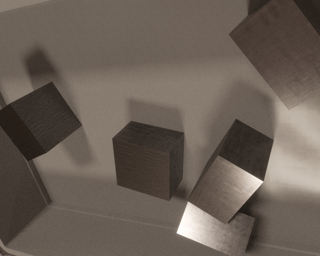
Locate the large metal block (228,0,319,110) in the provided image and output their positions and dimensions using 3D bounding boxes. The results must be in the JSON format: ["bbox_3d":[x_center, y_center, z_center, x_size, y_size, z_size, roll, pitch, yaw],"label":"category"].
[{"bbox_3d":[0.113,-0.075,0.267,0.080,0.080,0.050,49,128,-7],"label":"large metal block"}]

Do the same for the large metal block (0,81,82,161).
[{"bbox_3d":[-0.177,-0.011,0.457,0.050,0.080,0.080,-21,107,36],"label":"large metal block"}]

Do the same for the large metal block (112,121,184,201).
[{"bbox_3d":[-0.014,0.044,0.426,0.080,0.050,0.079,13,124,21],"label":"large metal block"}]

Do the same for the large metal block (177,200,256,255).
[{"bbox_3d":[0.075,0.127,0.405,0.080,0.050,0.080,18,168,17],"label":"large metal block"}]

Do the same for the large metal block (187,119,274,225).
[{"bbox_3d":[0.082,0.049,0.359,0.050,0.080,0.079,31,128,8],"label":"large metal block"}]
